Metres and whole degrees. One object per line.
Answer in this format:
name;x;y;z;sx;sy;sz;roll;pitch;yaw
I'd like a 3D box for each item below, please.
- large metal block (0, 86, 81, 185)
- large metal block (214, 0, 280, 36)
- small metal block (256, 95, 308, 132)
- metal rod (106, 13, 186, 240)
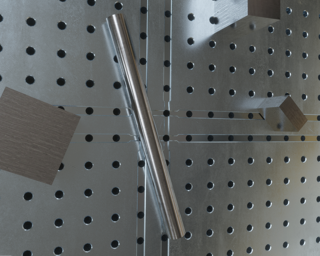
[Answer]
large metal block;-0.145;0.009;0.346;0.080;0.050;0.080;24;82;-19
large metal block;0.118;-0.180;0.428;0.050;0.080;0.079;0;90;-20
small metal block;0.184;-0.021;0.469;0.025;0.050;0.050;-46;105;-14
metal rod;-0.017;0.003;0.407;0.025;0.025;0.298;-17;96;-20
